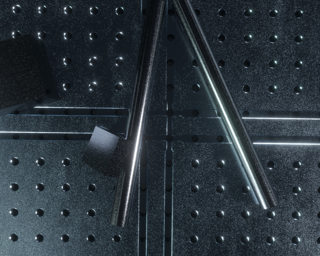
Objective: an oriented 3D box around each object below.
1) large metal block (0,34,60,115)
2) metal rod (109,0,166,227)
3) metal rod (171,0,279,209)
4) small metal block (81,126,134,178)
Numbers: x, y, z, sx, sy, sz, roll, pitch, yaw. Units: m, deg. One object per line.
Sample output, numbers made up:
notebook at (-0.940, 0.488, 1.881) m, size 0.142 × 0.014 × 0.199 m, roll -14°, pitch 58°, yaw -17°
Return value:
large metal block at (-0.186, -0.066, 0.399) m, size 0.080 × 0.050 × 0.080 m, roll -16°, pitch 90°, yaw 0°
metal rod at (-0.030, -0.020, 0.412) m, size 0.025 × 0.025 × 0.298 m, roll 10°, pitch 90°, yaw 0°
metal rod at (0.086, -0.034, 0.413) m, size 0.025 × 0.025 × 0.299 m, roll -24°, pitch 90°, yaw 0°
small metal block at (-0.068, 0.030, 0.400) m, size 0.050 × 0.025 × 0.050 m, roll 22°, pitch 90°, yaw 40°
